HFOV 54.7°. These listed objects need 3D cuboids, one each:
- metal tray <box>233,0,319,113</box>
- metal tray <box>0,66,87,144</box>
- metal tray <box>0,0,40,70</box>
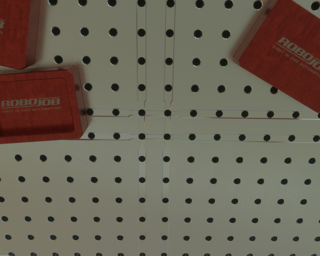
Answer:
[{"bbox_3d":[0.170,-0.088,0.381,0.131,0.030,0.090,28,107,-11],"label":"metal tray"},{"bbox_3d":[-0.167,-0.029,0.397,0.131,0.030,0.089,-4,110,1],"label":"metal tray"},{"bbox_3d":[-0.214,-0.127,0.361,0.131,0.030,0.089,12,110,-5],"label":"metal tray"}]
